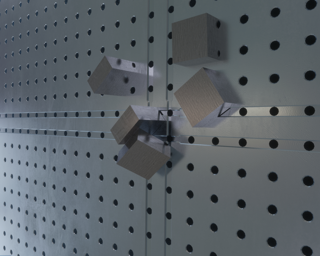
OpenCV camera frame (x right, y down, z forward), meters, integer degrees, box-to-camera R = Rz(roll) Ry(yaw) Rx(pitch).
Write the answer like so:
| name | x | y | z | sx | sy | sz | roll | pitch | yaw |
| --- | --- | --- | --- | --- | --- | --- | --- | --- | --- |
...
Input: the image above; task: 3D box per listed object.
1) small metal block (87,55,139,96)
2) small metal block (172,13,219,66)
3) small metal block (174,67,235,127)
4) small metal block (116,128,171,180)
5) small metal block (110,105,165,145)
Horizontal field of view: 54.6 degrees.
| name | x | y | z | sx | sy | sz | roll | pitch | yaw |
| --- | --- | --- | --- | --- | --- | --- | --- | --- | --- |
| small metal block | -0.068 | -0.074 | 0.451 | 0.050 | 0.050 | 0.025 | -46 | 62 | 30 |
| small metal block | 0.042 | -0.105 | 0.375 | 0.050 | 0.025 | 0.050 | -2 | 89 | 40 |
| small metal block | 0.051 | -0.035 | 0.368 | 0.050 | 0.025 | 0.050 | -41 | 65 | 32 |
| small metal block | -0.021 | 0.035 | 0.409 | 0.050 | 0.050 | 0.025 | -49 | 22 | 29 |
| small metal block | -0.030 | -0.004 | 0.419 | 0.050 | 0.050 | 0.025 | -48 | 61 | 29 |
